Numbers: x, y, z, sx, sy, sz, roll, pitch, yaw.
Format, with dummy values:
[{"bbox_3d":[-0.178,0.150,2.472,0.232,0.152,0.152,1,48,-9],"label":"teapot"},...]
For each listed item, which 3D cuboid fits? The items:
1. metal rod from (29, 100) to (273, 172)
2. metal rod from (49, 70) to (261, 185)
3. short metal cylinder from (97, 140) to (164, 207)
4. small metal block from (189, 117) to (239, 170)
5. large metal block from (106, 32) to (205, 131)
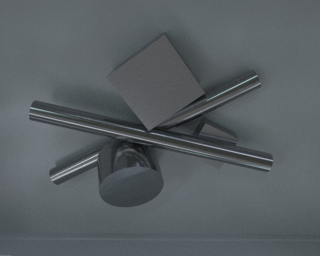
[{"bbox_3d":[-0.006,0.012,0.387,0.302,0.025,0.025,13,110,-5],"label":"metal rod"},{"bbox_3d":[-0.013,0.003,0.410,0.301,0.025,0.025,-26,108,8],"label":"metal rod"},{"bbox_3d":[-0.040,0.058,0.402,0.081,0.050,0.079,-8,133,-9],"label":"short metal cylinder"},{"bbox_3d":[0.069,0.021,0.417,0.050,0.025,0.050,25,108,-10],"label":"small metal block"},{"bbox_3d":[-0.004,-0.057,0.375,0.080,0.050,0.080,-34,107,11],"label":"large metal block"}]
